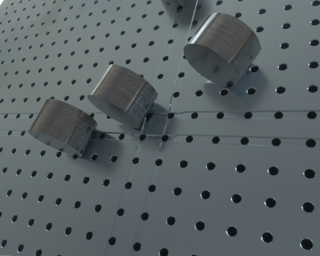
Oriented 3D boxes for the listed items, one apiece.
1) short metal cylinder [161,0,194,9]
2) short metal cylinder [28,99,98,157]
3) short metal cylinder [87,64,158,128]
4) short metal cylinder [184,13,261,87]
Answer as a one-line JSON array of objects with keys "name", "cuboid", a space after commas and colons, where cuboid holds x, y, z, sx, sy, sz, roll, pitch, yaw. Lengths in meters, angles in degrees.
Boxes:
[{"name": "short metal cylinder", "cuboid": [0.029, -0.254, 0.531, 0.080, 0.050, 0.080, -13, 56, 20]}, {"name": "short metal cylinder", "cuboid": [-0.137, 0.001, 0.442, 0.080, 0.080, 0.050, 9, 67, 32]}, {"name": "short metal cylinder", "cuboid": [-0.051, -0.042, 0.424, 0.080, 0.080, 0.050, 19, 72, 35]}, {"name": "short metal cylinder", "cuboid": [0.077, -0.097, 0.391, 0.080, 0.080, 0.050, 29, 78, 37]}]
